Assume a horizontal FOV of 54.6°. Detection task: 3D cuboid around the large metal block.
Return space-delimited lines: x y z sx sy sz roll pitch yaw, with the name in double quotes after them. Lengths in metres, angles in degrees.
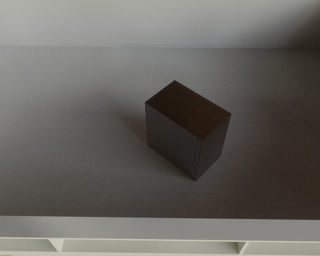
0.030 0.004 0.367 0.080 0.080 0.050 35 58 26 "large metal block"
